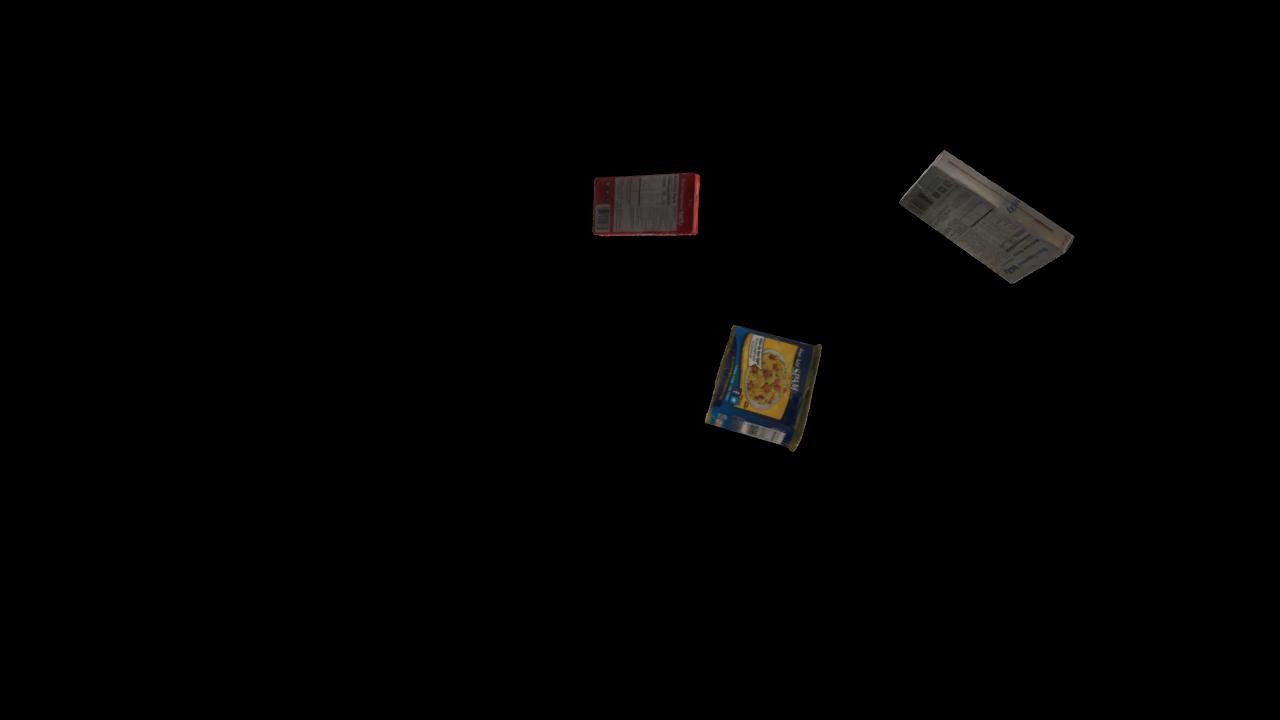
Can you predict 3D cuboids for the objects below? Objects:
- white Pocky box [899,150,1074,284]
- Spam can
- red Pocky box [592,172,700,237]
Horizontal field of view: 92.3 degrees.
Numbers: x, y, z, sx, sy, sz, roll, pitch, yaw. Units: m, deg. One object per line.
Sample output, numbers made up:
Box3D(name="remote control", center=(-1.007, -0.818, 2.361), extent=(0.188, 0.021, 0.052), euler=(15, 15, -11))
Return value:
Box3D(name="white Pocky box", center=(0.359, -0.148, 0.649), extent=(0.154, 0.028, 0.084), euler=(38, -13, 7))
Box3D(name="Spam can", center=(0.114, 0.024, 0.571), extent=(0.085, 0.101, 0.058), euler=(15, -29, 9))
Box3D(name="red Pocky box", center=(0.007, -0.215, 0.860), extent=(0.155, 0.083, 0.028), euler=(5, 5, 24))
